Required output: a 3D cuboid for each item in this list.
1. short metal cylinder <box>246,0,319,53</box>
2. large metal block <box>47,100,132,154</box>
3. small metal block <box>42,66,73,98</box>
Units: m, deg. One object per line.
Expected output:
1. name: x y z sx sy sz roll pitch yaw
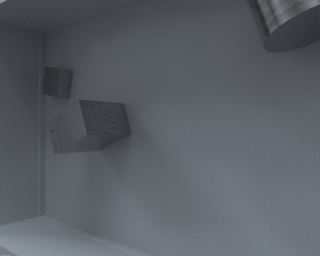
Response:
1. short metal cylinder: 0.122 -0.108 0.270 0.080 0.081 0.050 -25 75 37
2. large metal block: -0.103 0.000 0.453 0.080 0.081 0.050 -26 74 37
3. small metal block: -0.184 -0.082 0.555 0.050 0.025 0.050 14 99 38
